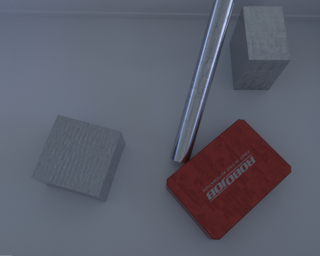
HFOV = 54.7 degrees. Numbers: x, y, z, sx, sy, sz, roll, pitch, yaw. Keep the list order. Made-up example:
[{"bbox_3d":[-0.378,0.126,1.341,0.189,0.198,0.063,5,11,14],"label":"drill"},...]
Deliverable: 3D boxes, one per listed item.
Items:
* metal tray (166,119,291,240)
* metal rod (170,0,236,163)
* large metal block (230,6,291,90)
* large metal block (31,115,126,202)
[{"bbox_3d":[0.084,0.062,0.385,0.130,0.030,0.090,-38,75,-13],"label":"metal tray"},{"bbox_3d":[0.064,-0.102,0.378,0.025,0.025,0.298,16,98,5],"label":"metal rod"},{"bbox_3d":[0.131,-0.105,0.421,0.050,0.080,0.080,0,70,0],"label":"large metal block"},{"bbox_3d":[-0.096,0.038,0.381,0.080,0.050,0.080,15,71,5],"label":"large metal block"}]
